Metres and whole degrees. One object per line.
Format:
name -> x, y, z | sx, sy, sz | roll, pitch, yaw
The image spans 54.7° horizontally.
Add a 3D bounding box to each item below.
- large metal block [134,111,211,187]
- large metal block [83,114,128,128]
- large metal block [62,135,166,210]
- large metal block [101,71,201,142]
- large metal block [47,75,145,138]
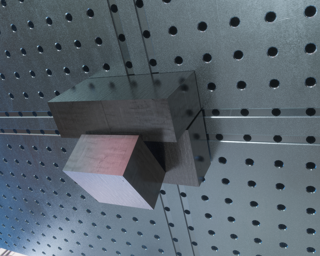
large metal block -> 0.014, 0.025, 0.398 | 0.080, 0.050, 0.079 | 1, 119, 27
large metal block -> -0.058, 0.023, 0.435 | 0.080, 0.050, 0.079 | 1, 119, 27
large metal block -> -0.050, 0.052, 0.366 | 0.080, 0.050, 0.080 | 0, 142, 28
large metal block -> -0.007, -0.027, 0.360 | 0.080, 0.080, 0.050 | 1, 119, 27
large metal block -> -0.079, -0.028, 0.397 | 0.080, 0.080, 0.050 | 1, 119, 27
